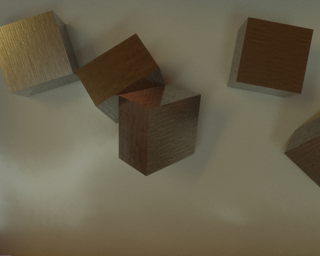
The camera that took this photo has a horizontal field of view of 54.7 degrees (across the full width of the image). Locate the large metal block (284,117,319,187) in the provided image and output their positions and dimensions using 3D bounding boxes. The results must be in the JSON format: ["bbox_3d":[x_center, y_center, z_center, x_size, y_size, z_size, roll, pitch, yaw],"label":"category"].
[{"bbox_3d":[0.218,0.028,0.378,0.080,0.080,0.050,44,53,0],"label":"large metal block"}]

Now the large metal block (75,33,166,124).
[{"bbox_3d":[-0.042,-0.056,0.378,0.080,0.080,0.050,-32,75,0],"label":"large metal block"}]

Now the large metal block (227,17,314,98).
[{"bbox_3d":[0.139,-0.088,0.400,0.080,0.050,0.080,11,90,0],"label":"large metal block"}]

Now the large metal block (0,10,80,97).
[{"bbox_3d":[-0.156,-0.092,0.397,0.080,0.050,0.080,-18,90,0],"label":"large metal block"}]

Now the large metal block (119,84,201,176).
[{"bbox_3d":[-0.001,-0.001,0.365,0.081,0.050,0.079,-19,123,-40],"label":"large metal block"}]
